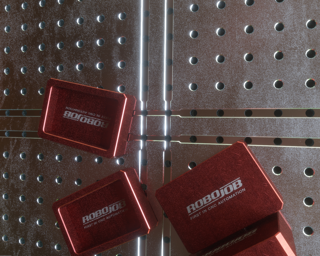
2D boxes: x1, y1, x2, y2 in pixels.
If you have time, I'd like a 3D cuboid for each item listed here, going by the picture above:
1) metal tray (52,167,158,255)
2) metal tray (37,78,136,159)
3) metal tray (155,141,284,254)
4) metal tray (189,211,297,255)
[{"bbox_3d":[-0.080,0.122,0.436,0.130,0.030,0.090,-27,81,17],"label":"metal tray"},{"bbox_3d":[-0.108,-0.016,0.446,0.130,0.030,0.089,14,95,19],"label":"metal tray"},{"bbox_3d":[0.071,0.085,0.385,0.130,0.030,0.090,-34,79,16],"label":"metal tray"},{"bbox_3d":[0.083,0.146,0.348,0.130,0.090,0.030,-34,79,16],"label":"metal tray"}]
